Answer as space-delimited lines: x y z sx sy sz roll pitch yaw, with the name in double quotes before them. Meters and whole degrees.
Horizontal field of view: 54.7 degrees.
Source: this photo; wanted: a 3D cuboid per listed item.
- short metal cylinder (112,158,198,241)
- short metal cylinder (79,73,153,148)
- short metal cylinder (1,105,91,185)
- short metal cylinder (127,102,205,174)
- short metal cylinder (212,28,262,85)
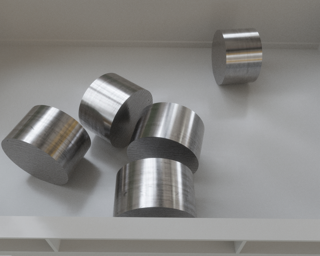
"short metal cylinder" -0.005 0.073 0.308 0.081 0.080 0.050 -1 50 -1
"short metal cylinder" -0.054 -0.022 0.387 0.050 0.080 0.080 30 56 22
"short metal cylinder" -0.127 0.020 0.351 0.080 0.080 0.050 16 52 13
"short metal cylinder" 0.008 0.016 0.356 0.080 0.080 0.050 10 51 8
"short metal cylinder" 0.111 -0.106 0.460 0.050 0.080 0.080 -5 50 -4
